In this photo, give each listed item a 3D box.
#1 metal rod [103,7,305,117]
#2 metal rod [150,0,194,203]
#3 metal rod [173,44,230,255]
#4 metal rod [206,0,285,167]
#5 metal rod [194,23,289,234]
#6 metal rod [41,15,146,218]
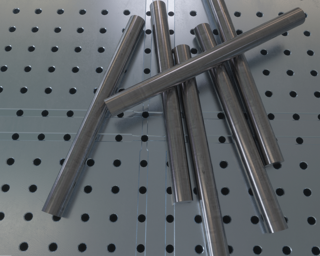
[{"bbox_3d":[0.066,-0.092,0.418,0.301,0.025,0.025,-27,72,-10],"label":"metal rod"},{"bbox_3d":[0.012,-0.049,0.429,0.025,0.025,0.299,-6,70,-2],"label":"metal rod"},{"bbox_3d":[0.051,0.024,0.403,0.025,0.025,0.299,-7,70,-3],"label":"metal rod"},{"bbox_3d":[0.113,-0.091,0.445,0.025,0.025,0.299,-12,70,-4],"label":"metal rod"},{"bbox_3d":[0.101,-0.014,0.417,0.025,0.025,0.299,-14,71,-5],"label":"metal rod"},{"bbox_3d":[-0.082,-0.030,0.422,0.025,0.025,0.300,18,71,6],"label":"metal rod"}]
